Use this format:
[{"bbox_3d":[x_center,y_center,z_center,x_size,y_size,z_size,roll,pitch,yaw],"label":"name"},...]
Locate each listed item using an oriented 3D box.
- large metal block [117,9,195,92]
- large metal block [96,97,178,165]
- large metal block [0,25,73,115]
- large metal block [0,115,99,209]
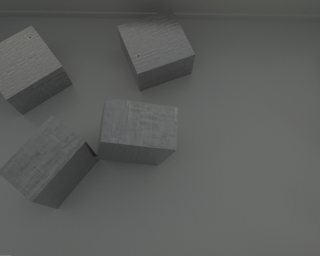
[{"bbox_3d":[-0.006,-0.109,0.436,0.080,0.050,0.080,-20,71,-7],"label":"large metal block"},{"bbox_3d":[-0.030,0.008,0.368,0.081,0.080,0.050,7,70,-13],"label":"large metal block"},{"bbox_3d":[-0.182,-0.079,0.424,0.080,0.050,0.080,-35,74,-12],"label":"large metal block"},{"bbox_3d":[-0.124,0.043,0.364,0.050,0.080,0.080,36,74,12],"label":"large metal block"}]
